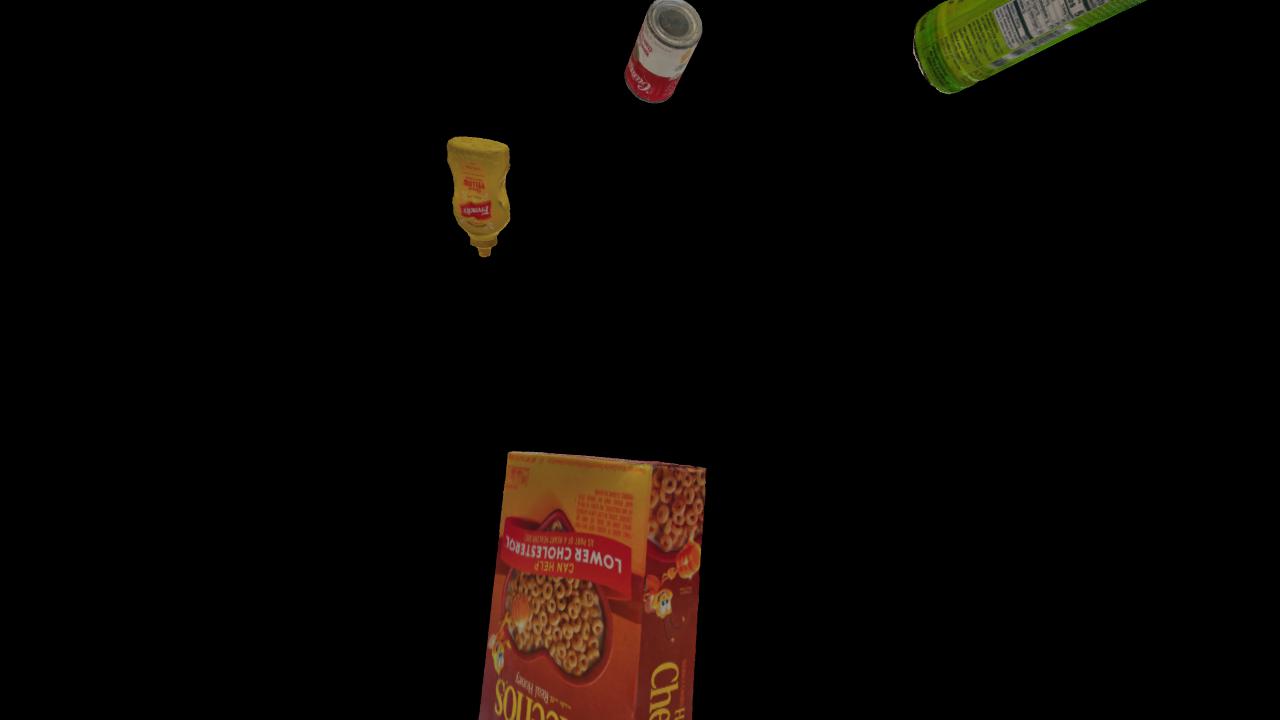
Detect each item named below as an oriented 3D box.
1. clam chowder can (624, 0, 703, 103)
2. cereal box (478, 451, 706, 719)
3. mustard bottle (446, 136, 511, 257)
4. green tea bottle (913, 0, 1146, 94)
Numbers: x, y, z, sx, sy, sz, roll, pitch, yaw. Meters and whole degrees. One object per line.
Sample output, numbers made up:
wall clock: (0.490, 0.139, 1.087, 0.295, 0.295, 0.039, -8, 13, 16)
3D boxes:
clam chowder can: (0.026, -0.365, 0.729, 0.068, 0.068, 0.102, 0, -13, -17)
cereal box: (-0.049, 0.237, 0.530, 0.081, 0.306, 0.203, 14, -12, -43)
mustard bottle: (-0.244, -0.244, 0.950, 0.092, 0.184, 0.054, 8, 36, 1)
green tea bottle: (0.302, -0.262, 0.423, 0.073, 0.073, 0.212, 0, -5, -35)
